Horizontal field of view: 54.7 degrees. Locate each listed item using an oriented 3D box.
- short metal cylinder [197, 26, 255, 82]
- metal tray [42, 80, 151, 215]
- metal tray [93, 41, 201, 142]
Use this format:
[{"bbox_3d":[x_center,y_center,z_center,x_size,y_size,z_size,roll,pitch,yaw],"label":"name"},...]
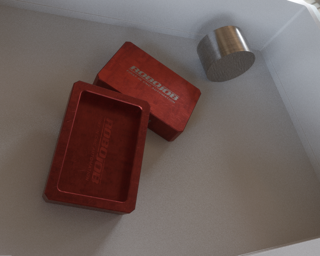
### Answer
[{"bbox_3d":[0.106,-0.118,0.502,0.081,0.080,0.050,-3,63,-30],"label":"short metal cylinder"},{"bbox_3d":[-0.065,0.022,0.339,0.091,0.030,0.130,16,66,-20],"label":"metal tray"},{"bbox_3d":[-0.015,-0.052,0.427,0.130,0.030,0.090,34,51,-7],"label":"metal tray"}]
